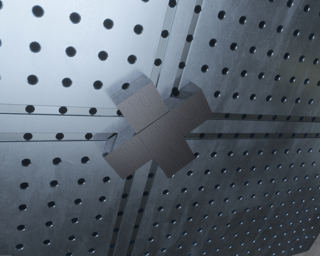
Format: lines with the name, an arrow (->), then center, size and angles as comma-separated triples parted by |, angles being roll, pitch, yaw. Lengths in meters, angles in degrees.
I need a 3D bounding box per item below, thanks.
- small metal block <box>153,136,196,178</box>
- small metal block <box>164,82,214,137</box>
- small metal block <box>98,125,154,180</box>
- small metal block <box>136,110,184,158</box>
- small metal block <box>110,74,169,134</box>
small metal block -> 0.017, 0.036, 0.444 | 0.050, 0.025, 0.050 | -35, 129, -5
small metal block -> 0.038, -0.025, 0.417 | 0.050, 0.025, 0.050 | -36, 129, -5
small metal block -> -0.045, 0.033, 0.408 | 0.050, 0.025, 0.050 | -36, 129, -5
small metal block -> -0.003, 0.004, 0.412 | 0.050, 0.025, 0.050 | -36, 129, -5
small metal block -> -0.024, -0.029, 0.381 | 0.050, 0.025, 0.050 | -35, 129, -5
